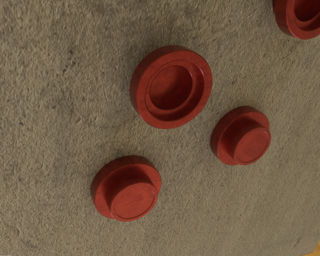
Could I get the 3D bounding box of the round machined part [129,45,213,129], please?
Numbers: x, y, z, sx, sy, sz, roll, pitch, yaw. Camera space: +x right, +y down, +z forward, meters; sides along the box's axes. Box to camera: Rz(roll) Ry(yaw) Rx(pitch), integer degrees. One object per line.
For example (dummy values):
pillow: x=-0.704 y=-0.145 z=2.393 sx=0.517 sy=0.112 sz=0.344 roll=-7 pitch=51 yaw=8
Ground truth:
round machined part: x=0.010 y=-0.051 z=0.369 sx=0.099 sy=0.042 sz=0.097 roll=-14 pitch=124 yaw=-21

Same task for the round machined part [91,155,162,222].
round machined part: x=-0.042 y=0.090 z=0.428 sx=0.099 sy=0.042 sz=0.097 roll=-14 pitch=124 yaw=-21

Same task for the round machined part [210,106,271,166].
round machined part: x=0.131 y=0.018 z=0.478 sx=0.099 sy=0.042 sz=0.097 roll=-14 pitch=124 yaw=-21

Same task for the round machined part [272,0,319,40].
round machined part: x=0.184 y=-0.166 z=0.393 sx=0.099 sy=0.042 sz=0.097 roll=-14 pitch=124 yaw=-21
